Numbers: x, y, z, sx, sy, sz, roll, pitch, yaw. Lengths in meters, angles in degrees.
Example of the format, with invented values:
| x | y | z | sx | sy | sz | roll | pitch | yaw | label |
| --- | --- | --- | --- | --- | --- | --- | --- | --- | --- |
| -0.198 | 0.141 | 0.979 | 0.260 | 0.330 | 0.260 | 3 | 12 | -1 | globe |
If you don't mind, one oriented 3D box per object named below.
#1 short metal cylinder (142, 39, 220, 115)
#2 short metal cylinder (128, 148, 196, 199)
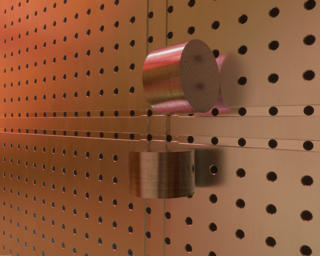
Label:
| x | y | z | sx | sy | sz | roll | pitch | yaw | label |
| --- | --- | --- | --- | --- | --- | --- | --- | --- | --- |
| 0.026 | -0.055 | 0.352 | 0.050 | 0.081 | 0.080 | -2 | 89 | 40 | short metal cylinder |
| 0.003 | 0.051 | 0.371 | 0.080 | 0.081 | 0.050 | -1 | 89 | 40 | short metal cylinder |
